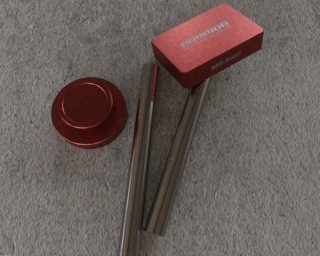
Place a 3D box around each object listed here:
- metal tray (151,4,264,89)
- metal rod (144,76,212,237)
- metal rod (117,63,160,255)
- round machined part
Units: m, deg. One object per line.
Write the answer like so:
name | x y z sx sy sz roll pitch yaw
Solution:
metal tray | 0.065 -0.118 0.435 0.131 0.030 0.090 -30 54 -11
metal rod | 0.039 -0.010 0.412 0.025 0.025 0.299 17 71 6
metal rod | -0.027 0.054 0.387 0.025 0.025 0.299 5 70 1
round machined part | -0.094 -0.025 0.407 0.099 0.042 0.098 0 70 -1
